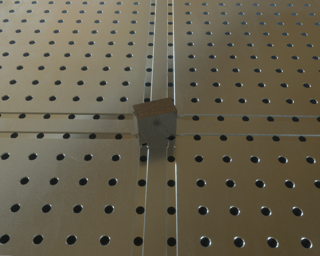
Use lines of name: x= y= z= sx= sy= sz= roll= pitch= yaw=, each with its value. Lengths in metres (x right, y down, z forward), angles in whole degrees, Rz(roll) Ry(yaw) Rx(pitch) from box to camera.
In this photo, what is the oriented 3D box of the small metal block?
small metal block: x=-0.006 y=-0.009 z=0.399 sx=0.050 sy=0.050 sz=0.025 roll=-13 pitch=51 yaw=-11
